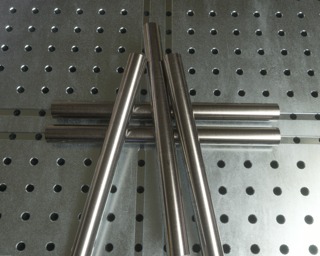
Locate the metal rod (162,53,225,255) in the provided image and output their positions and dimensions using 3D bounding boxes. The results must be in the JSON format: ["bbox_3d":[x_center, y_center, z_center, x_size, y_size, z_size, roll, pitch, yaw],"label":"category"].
[{"bbox_3d":[0.042,0.050,0.374,0.025,0.025,0.299,-10,77,-4],"label":"metal rod"}]

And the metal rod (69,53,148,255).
[{"bbox_3d":[-0.065,0.049,0.374,0.025,0.025,0.299,14,77,4],"label":"metal rod"}]

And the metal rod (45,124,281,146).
[{"bbox_3d":[0.004,0.009,0.409,0.302,0.025,0.025,1,70,0],"label":"metal rod"}]

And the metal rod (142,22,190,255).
[{"bbox_3d":[0.004,-0.001,0.386,0.025,0.025,0.299,-6,70,-3],"label":"metal rod"}]

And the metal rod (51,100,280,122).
[{"bbox_3d":[0.007,-0.023,0.420,0.302,0.025,0.025,1,70,0],"label":"metal rod"}]
